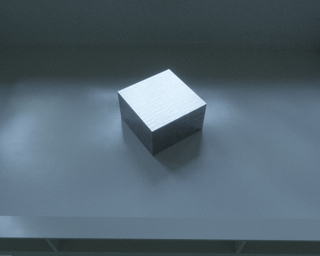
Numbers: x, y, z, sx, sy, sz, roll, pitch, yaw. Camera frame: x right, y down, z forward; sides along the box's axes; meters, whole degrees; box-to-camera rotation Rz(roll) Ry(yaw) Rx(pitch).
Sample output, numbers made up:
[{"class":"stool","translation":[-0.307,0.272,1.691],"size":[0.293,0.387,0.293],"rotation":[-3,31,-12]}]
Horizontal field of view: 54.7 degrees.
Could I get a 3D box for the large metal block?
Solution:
[{"class":"large metal block","translation":[0.002,-0.022,0.408],"size":[0.081,0.050,0.080],"rotation":[-27,56,-22]}]
